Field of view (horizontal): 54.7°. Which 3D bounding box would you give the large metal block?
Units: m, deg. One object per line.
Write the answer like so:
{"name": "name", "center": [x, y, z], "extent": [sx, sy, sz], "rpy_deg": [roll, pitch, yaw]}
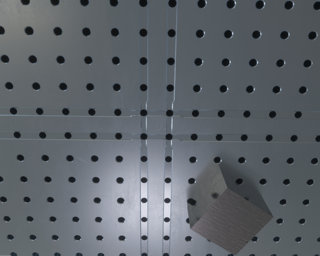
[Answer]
{"name": "large metal block", "center": [0.098, 0.121, 0.445], "extent": [0.080, 0.050, 0.080], "rpy_deg": [33, 107, -12]}
